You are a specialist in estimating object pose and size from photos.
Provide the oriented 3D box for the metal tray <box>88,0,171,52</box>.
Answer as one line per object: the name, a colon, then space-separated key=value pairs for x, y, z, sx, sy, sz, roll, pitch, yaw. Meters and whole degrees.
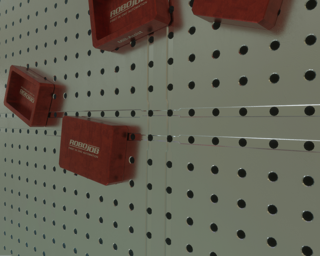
metal tray: x=-0.049 y=-0.174 z=0.447 sx=0.130 sy=0.030 sz=0.090 roll=-11 pitch=83 yaw=39

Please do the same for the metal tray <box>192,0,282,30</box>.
metal tray: x=0.093 y=-0.179 z=0.330 sx=0.090 sy=0.030 sz=0.129 roll=24 pitch=105 yaw=37

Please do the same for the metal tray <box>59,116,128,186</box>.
metal tray: x=-0.111 y=0.032 z=0.500 sx=0.130 sy=0.030 sz=0.089 roll=11 pitch=97 yaw=39

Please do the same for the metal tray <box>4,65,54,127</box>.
metal tray: x=-0.269 y=-0.066 z=0.630 sx=0.130 sy=0.030 sz=0.089 roll=29 pitch=108 yaw=36
